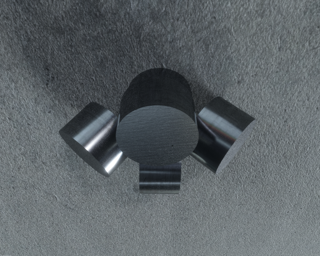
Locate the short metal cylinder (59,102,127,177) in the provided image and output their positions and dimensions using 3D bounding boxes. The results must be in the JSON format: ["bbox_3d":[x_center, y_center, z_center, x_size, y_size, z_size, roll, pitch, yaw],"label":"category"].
[{"bbox_3d":[-0.075,0.015,0.377,0.080,0.050,0.080,35,158,17],"label":"short metal cylinder"}]

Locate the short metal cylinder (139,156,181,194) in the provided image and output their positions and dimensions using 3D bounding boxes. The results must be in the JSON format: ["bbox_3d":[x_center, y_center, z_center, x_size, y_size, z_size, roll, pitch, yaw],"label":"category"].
[{"bbox_3d":[-0.001,0.047,0.411,0.050,0.080,0.079,1,130,-2],"label":"short metal cylinder"}]

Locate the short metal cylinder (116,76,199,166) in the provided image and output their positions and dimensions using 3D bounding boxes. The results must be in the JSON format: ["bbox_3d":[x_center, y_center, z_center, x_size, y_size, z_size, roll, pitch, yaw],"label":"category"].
[{"bbox_3d":[-0.003,-0.006,0.321,0.081,0.050,0.079,0,130,0],"label":"short metal cylinder"}]

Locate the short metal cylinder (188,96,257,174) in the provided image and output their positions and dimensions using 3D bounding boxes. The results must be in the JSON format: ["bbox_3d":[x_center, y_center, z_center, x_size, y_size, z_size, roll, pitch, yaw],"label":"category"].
[{"bbox_3d":[0.071,0.009,0.374,0.050,0.081,0.079,37,131,20],"label":"short metal cylinder"}]

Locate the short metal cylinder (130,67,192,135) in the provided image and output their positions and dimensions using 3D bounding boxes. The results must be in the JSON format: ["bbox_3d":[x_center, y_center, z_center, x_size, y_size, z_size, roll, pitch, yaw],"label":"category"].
[{"bbox_3d":[0.000,-0.025,0.371,0.081,0.050,0.079,0,130,0],"label":"short metal cylinder"}]
